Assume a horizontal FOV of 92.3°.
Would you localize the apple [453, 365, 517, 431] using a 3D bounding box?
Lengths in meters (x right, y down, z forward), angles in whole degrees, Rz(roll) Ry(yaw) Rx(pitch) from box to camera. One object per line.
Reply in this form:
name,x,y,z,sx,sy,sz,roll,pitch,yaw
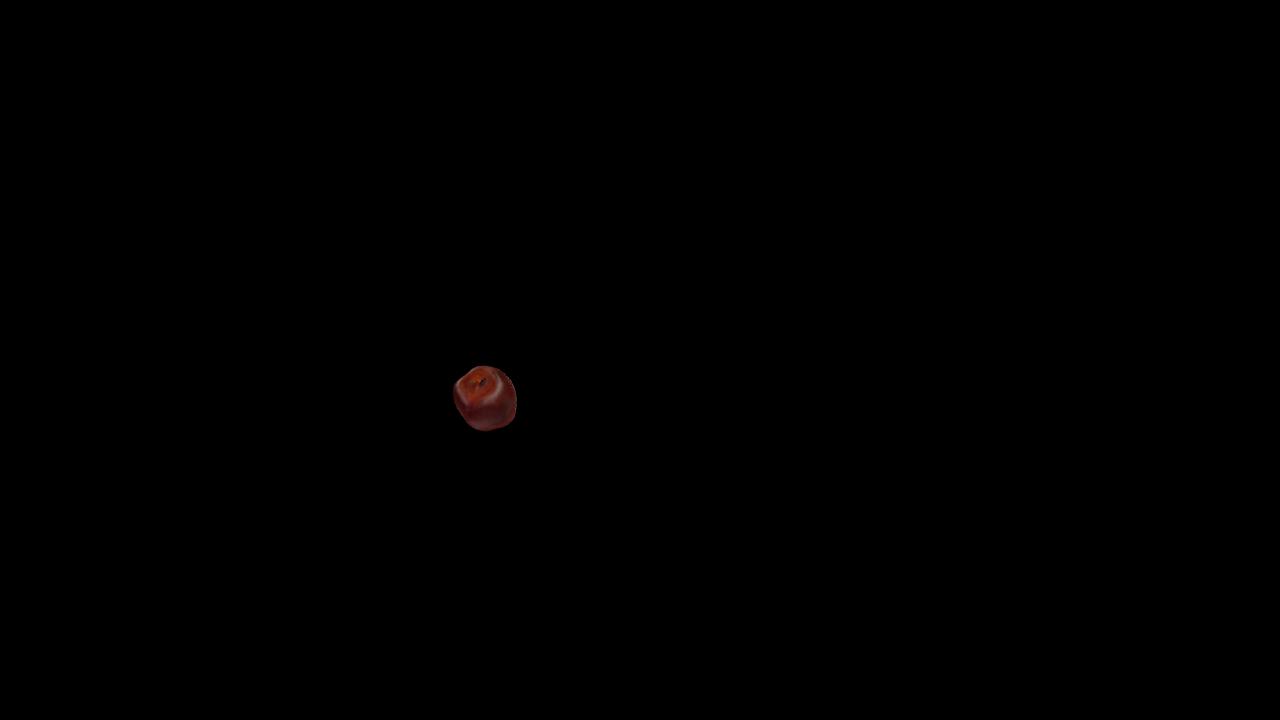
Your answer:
apple,-0.190,0.050,0.769,0.079,0.079,0.093,0,-35,-1
